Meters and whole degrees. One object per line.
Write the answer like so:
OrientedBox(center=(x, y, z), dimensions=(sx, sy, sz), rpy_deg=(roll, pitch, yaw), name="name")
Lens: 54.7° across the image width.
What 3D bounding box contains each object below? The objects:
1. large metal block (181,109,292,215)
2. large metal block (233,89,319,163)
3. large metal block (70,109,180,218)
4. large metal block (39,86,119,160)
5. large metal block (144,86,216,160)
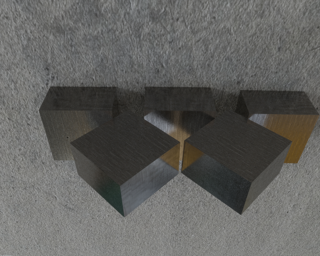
OrientedBox(center=(0.081, 0.033, 0.339), dimensions=(0.080, 0.081, 0.050), rpy_deg=(33, 138, 32), name="large metal block")
OrientedBox(center=(0.139, -0.001, 0.394), dimensions=(0.081, 0.050, 0.079), rpy_deg=(1, 130, -2), name="large metal block")
OrientedBox(center=(-0.036, 0.034, 0.335), dimensions=(0.081, 0.080, 0.050), rpy_deg=(-34, 141, -33), name="large metal block")
OrientedBox(center=(-0.094, -0.005, 0.387), dimensions=(0.081, 0.050, 0.079), rpy_deg=(0, 130, -1), name="large metal block")
OrientedBox(center=(0.022, -0.005, 0.389), dimensions=(0.081, 0.050, 0.079), rpy_deg=(1, 130, -1), name="large metal block")
